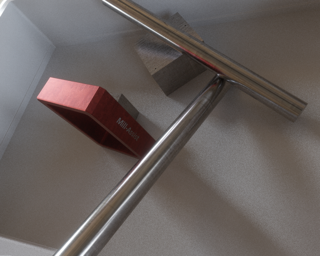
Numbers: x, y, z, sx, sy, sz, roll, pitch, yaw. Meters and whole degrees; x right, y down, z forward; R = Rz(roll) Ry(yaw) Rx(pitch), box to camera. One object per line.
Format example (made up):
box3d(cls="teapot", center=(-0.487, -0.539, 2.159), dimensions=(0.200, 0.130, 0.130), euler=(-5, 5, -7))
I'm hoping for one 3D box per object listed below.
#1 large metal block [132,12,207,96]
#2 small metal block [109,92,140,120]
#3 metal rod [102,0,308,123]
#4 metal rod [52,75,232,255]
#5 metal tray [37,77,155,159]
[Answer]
box3d(cls="large metal block", center=(0.018, -0.106, 0.444), dimensions=(0.080, 0.050, 0.080), euler=(-33, 52, 6))
box3d(cls="small metal block", center=(-0.066, -0.027, 0.439), dimensions=(0.050, 0.050, 0.025), euler=(9, 66, 31))
box3d(cls="metal rod", center=(0.039, -0.100, 0.384), dimensions=(0.300, 0.025, 0.025), euler=(37, 82, 21))
box3d(cls="metal rod", center=(0.010, 0.016, 0.311), dimensions=(0.025, 0.025, 0.301), euler=(13, 43, 33))
box3d(cls="metal tray", center=(-0.072, -0.008, 0.379), dimensions=(0.090, 0.130, 0.030), euler=(14, 69, 33))
